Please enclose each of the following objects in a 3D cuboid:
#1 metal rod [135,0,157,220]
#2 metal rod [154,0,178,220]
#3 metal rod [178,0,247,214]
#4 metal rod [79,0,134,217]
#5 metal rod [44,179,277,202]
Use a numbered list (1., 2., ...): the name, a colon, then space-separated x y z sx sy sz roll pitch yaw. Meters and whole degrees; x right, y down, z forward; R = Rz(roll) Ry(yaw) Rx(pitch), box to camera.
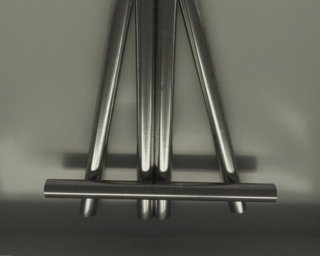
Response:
1. metal rod: -0.019 -0.011 0.406 0.025 0.025 0.298 1 110 -1
2. metal rod: 0.006 -0.011 0.406 0.025 0.025 0.298 1 110 0
3. metal rod: 0.074 -0.017 0.404 0.025 0.025 0.298 -15 110 5
4. metal rod: -0.074 -0.013 0.404 0.025 0.025 0.298 11 110 -4
5. metal rod: 0.001 0.083 0.413 0.302 0.025 0.025 1 110 -1
